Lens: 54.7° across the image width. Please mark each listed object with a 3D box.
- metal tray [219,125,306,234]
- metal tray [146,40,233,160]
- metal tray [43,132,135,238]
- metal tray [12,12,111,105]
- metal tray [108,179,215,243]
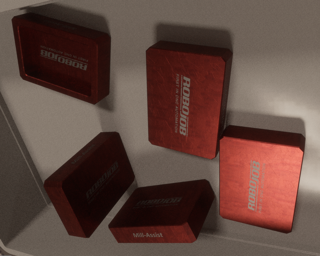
[{"bbox_3d":[0.121,0.064,0.381,0.090,0.030,0.129,8,122,23],"label":"metal tray"},{"bbox_3d":[0.032,-0.032,0.368,0.090,0.030,0.129,13,124,20],"label":"metal tray"},{"bbox_3d":[-0.090,0.074,0.432,0.030,0.131,0.089,-3,117,29],"label":"metal tray"},{"bbox_3d":[-0.131,-0.093,0.414,0.130,0.030,0.089,19,126,16],"label":"metal tray"},{"bbox_3d":[0.002,0.117,0.436,0.130,0.090,0.030,-14,111,33],"label":"metal tray"}]
